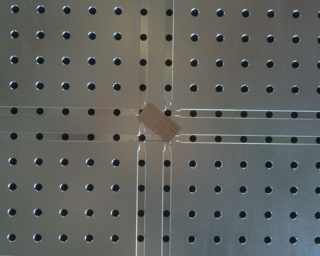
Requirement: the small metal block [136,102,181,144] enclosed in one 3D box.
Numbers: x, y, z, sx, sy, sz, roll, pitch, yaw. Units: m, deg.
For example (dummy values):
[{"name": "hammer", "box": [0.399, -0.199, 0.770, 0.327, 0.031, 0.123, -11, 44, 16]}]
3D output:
[{"name": "small metal block", "box": [-0.001, -0.006, 0.401, 0.050, 0.050, 0.025, 40, 90, -1]}]
